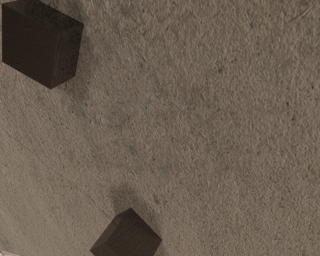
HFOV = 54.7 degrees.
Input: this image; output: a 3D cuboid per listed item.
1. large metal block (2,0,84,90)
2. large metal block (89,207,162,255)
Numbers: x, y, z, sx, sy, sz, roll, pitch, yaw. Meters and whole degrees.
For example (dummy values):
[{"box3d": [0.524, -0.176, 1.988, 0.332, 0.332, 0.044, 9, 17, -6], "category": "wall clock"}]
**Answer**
[{"box3d": [-0.153, -0.110, 0.401, 0.080, 0.050, 0.079, 29, 128, 9], "category": "large metal block"}, {"box3d": [-0.055, 0.197, 0.520, 0.080, 0.080, 0.050, 48, 129, -6], "category": "large metal block"}]
